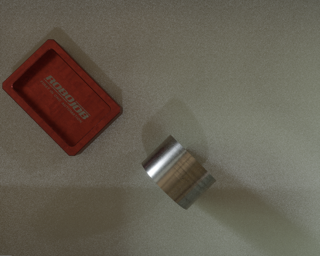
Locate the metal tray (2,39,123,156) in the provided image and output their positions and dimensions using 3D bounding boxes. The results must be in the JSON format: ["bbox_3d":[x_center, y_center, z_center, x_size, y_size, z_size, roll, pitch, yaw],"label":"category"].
[{"bbox_3d":[-0.125,-0.039,0.407,0.090,0.030,0.130,-44,91,0],"label":"metal tray"}]

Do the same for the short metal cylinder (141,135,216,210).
[{"bbox_3d":[0.023,0.054,0.384,0.050,0.080,0.080,-45,91,0],"label":"short metal cylinder"}]
